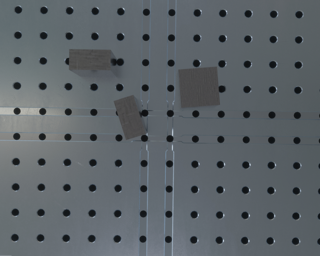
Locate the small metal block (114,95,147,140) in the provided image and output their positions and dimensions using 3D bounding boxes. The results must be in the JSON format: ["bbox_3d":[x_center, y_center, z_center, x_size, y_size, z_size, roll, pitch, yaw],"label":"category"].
[{"bbox_3d":[-0.037,-0.013,0.401,0.025,0.050,0.050,-18,90,0],"label":"small metal block"}]

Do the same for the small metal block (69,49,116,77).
[{"bbox_3d":[-0.085,-0.083,0.400,0.050,0.050,0.025,1,90,0],"label":"small metal block"}]

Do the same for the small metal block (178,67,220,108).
[{"bbox_3d":[0.051,-0.053,0.414,0.050,0.025,0.050,-4,90,0],"label":"small metal block"}]
